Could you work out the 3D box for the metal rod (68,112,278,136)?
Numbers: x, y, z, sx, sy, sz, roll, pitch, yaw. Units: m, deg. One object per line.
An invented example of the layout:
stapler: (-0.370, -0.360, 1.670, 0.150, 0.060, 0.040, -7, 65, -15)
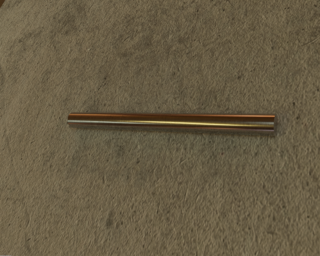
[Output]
metal rod: (-0.004, -0.008, 0.413, 0.300, 0.025, 0.025, 2, 63, 29)
